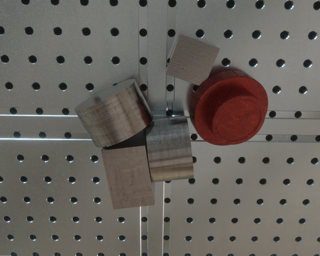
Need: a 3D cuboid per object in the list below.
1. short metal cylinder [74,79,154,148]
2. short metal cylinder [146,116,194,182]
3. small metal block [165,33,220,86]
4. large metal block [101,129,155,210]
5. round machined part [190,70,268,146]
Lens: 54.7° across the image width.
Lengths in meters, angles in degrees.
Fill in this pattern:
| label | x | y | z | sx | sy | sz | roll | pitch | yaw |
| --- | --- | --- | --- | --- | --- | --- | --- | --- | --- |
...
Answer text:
| label | x | y | z | sx | sy | sz | roll | pitch | yaw |
| --- | --- | --- | --- | --- | --- | --- | --- | --- | --- |
| short metal cylinder | -0.055 | -0.019 | 0.376 | 0.080 | 0.080 | 0.050 | -23 | 109 | 8 |
| short metal cylinder | 0.013 | 0.026 | 0.394 | 0.050 | 0.080 | 0.079 | -7 | 110 | 2 |
| small metal block | 0.039 | -0.084 | 0.383 | 0.050 | 0.025 | 0.050 | 18 | 109 | -7 |
| large metal block | -0.037 | 0.046 | 0.400 | 0.050 | 0.080 | 0.079 | -7 | 110 | 2 |
| round machined part | 0.090 | -0.018 | 0.385 | 0.099 | 0.042 | 0.097 | -7 | 121 | -11 |
